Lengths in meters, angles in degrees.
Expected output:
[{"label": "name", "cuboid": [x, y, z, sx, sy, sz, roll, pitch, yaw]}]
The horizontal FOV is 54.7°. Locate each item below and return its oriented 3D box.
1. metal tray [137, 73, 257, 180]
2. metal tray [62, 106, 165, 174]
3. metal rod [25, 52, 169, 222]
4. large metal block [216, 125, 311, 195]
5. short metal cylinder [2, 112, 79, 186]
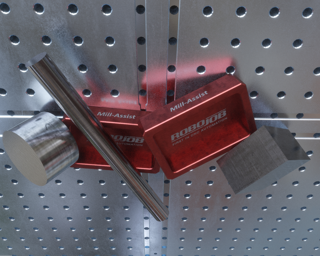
[{"label": "metal tray", "cuboid": [0.050, 0.001, 0.385, 0.130, 0.030, 0.090, -27, 127, 0]}, {"label": "metal tray", "cuboid": [-0.061, 0.018, 0.422, 0.131, 0.030, 0.089, 5, 130, -5]}, {"label": "metal rod", "cuboid": [-0.061, 0.033, 0.400, 0.025, 0.025, 0.299, -20, 128, 16]}, {"label": "large metal block", "cuboid": [0.137, 0.043, 0.410, 0.081, 0.050, 0.080, 6, 139, -48]}, {"label": "short metal cylinder", "cuboid": [-0.150, 0.026, 0.392, 0.080, 0.050, 0.079, 22, 131, 27]}]
